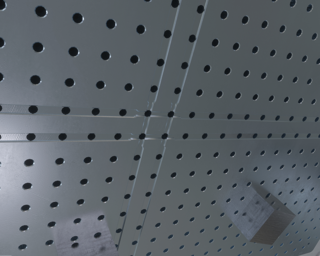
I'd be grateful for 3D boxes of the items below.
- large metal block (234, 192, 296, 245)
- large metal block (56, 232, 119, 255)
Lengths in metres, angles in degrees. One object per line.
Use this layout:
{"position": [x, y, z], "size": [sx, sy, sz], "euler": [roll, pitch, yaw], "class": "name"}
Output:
{"position": [0.210, 0.183, 0.622], "size": [0.080, 0.050, 0.080], "euler": [23, 106, -36], "class": "large metal block"}
{"position": [-0.107, 0.215, 0.469], "size": [0.081, 0.050, 0.079], "euler": [-10, 123, -23], "class": "large metal block"}
